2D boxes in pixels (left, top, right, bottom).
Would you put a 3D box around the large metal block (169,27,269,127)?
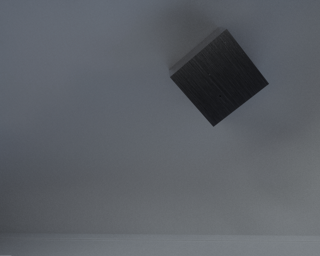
[{"bbox_3d":[0.068,-0.063,0.375,0.080,0.050,0.080,-39,106,13],"label":"large metal block"}]
